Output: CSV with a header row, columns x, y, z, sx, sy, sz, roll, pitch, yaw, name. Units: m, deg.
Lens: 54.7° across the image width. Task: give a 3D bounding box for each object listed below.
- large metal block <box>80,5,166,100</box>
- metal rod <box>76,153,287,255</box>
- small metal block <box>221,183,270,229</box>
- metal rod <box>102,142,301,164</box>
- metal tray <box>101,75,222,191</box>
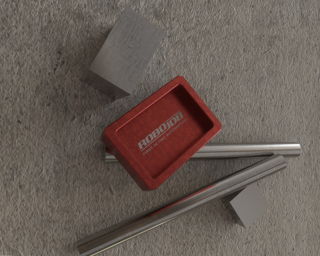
x,y,z,sx,sy,sz,roll,pitch,yaw,name
-0.047,-0.082,0.363,0.050,0.080,0.080,31,80,-18,large metal block
0.040,0.099,0.414,0.302,0.025,0.025,-20,97,-15,metal rod
0.126,0.110,0.458,0.050,0.025,0.050,-36,102,-17,small metal block
0.072,0.033,0.437,0.303,0.025,0.025,0,90,-21,metal rod
0.005,0.004,0.388,0.131,0.030,0.090,-39,91,-25,metal tray
